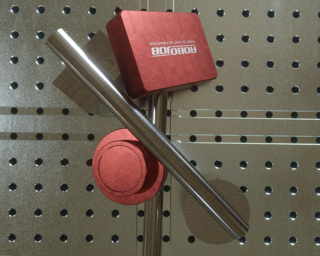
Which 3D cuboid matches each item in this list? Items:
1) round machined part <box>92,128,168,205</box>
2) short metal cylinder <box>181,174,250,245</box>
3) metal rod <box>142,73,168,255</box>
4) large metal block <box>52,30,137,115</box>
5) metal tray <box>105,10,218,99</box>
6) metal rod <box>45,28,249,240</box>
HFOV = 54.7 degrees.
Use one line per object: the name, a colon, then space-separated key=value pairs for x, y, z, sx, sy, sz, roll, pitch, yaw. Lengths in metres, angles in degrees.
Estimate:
round machined part: x=-0.042 y=0.049 z=0.389 sx=0.098 sy=0.042 sz=0.097 roll=0 pitch=90 yaw=17
short metal cylinder: x=0.070 y=0.103 z=0.402 sx=0.081 sy=0.050 sz=0.079 roll=0 pitch=90 yaw=-1
metal rod: x=-0.005 y=0.020 z=0.413 sx=0.025 sy=0.025 sz=0.298 roll=2 pitch=90 yaw=-1
large metal block: x=-0.075 y=-0.064 z=0.386 sx=0.050 sy=0.080 sz=0.080 roll=41 pitch=90 yaw=-1
metal tray: x=0.008 y=-0.090 z=0.372 sx=0.131 sy=0.030 sz=0.090 roll=-18 pitch=90 yaw=-42
metal rod: x=-0.007 y=0.013 z=0.343 sx=0.025 sy=0.025 sz=0.300 roll=-43 pitch=98 yaw=0
